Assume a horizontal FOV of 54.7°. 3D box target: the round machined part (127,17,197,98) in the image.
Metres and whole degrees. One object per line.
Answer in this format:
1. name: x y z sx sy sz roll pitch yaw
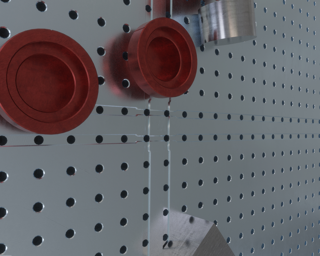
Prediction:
1. round machined part: -0.001 -0.087 0.397 0.099 0.042 0.097 0 90 -40

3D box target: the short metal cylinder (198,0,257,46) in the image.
1. short metal cylinder: 0.099 -0.153 0.455 0.081 0.080 0.050 -13 99 -39

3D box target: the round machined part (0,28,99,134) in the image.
1. round machined part: -0.114 -0.043 0.302 0.099 0.042 0.097 0 90 -40

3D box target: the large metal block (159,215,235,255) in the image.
1. large metal block: 0.053 0.185 0.438 0.080 0.050 0.080 -46 118 -30
